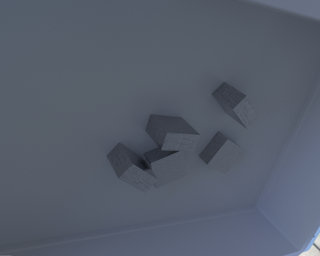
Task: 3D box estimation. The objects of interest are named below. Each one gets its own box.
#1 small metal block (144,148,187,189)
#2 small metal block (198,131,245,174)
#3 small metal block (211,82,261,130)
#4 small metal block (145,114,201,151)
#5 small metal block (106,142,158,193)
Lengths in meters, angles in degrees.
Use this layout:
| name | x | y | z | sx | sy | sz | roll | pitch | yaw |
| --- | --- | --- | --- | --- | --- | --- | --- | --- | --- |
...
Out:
| name | x | y | z | sx | sy | sz | roll | pitch | yaw |
| --- | --- | --- | --- | --- | --- | --- | --- | --- | --- |
| small metal block | 0.008 | 0.053 | 0.448 | 0.050 | 0.025 | 0.050 | -21 | 127 | -16 |
| small metal block | 0.098 | 0.040 | 0.489 | 0.050 | 0.025 | 0.050 | 29 | 102 | -38 |
| small metal block | 0.106 | -0.032 | 0.433 | 0.025 | 0.050 | 0.050 | -45 | 130 | 3 |
| small metal block | 0.016 | 0.006 | 0.407 | 0.050 | 0.050 | 0.025 | 4 | 116 | -31 |
| small metal block | -0.037 | 0.052 | 0.406 | 0.025 | 0.050 | 0.050 | -47 | 130 | 5 |
